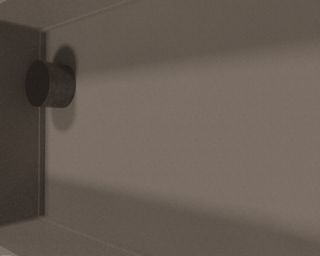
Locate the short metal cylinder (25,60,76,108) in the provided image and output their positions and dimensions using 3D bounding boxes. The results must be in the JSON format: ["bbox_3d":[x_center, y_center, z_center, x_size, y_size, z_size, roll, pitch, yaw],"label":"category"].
[{"bbox_3d":[-0.194,-0.076,0.547,0.080,0.050,0.079,0,90,39],"label":"short metal cylinder"}]
